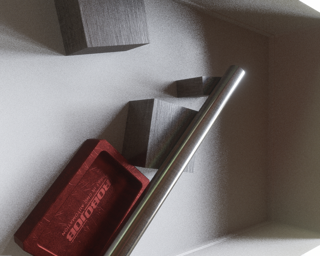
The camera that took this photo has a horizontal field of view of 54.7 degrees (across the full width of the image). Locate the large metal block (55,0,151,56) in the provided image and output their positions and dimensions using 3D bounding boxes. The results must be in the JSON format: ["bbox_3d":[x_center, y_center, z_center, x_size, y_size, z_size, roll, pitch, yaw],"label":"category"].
[{"bbox_3d":[-0.063,-0.126,0.338,0.081,0.050,0.079,-17,101,-39],"label":"large metal block"}]

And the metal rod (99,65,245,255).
[{"bbox_3d":[0.026,0.030,0.365,0.025,0.025,0.301,52,60,-28],"label":"metal rod"}]

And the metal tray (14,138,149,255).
[{"bbox_3d":[-0.078,0.087,0.339,0.090,0.030,0.130,48,62,-30],"label":"metal tray"}]

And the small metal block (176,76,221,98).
[{"bbox_3d":[0.060,-0.058,0.443,0.050,0.050,0.025,-7,95,-40],"label":"small metal block"}]

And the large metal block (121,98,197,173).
[{"bbox_3d":[0.003,0.012,0.394,0.081,0.050,0.080,13,82,-40],"label":"large metal block"}]
